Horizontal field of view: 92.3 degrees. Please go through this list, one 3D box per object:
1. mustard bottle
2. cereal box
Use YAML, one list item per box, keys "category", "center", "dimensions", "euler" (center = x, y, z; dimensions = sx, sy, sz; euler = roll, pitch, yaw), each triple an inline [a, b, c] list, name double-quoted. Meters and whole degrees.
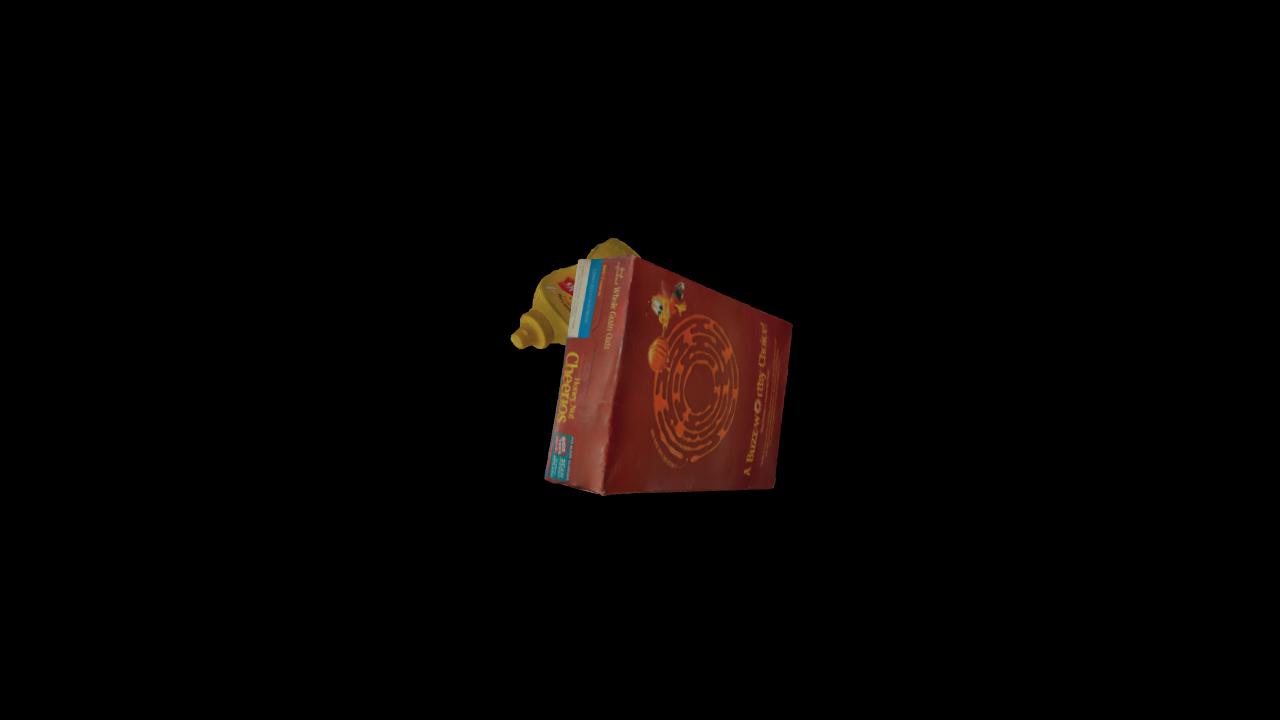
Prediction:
- category: "mustard bottle"
  center: [-0.069, -0.064, 0.691]
  dimensions: [0.184, 0.092, 0.054]
  euler: [-37, 1, -33]
- category: "cereal box"
  center: [0.049, 0.030, 0.634]
  dimensions: [0.081, 0.203, 0.306]
  euler: [4, -6, 41]
